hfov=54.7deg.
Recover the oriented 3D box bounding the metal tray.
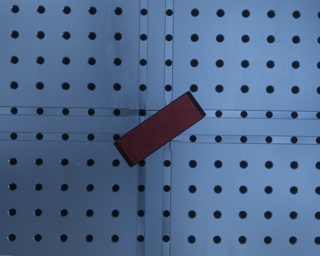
[{"bbox_3d":[0.000,0.001,0.361,0.090,0.130,0.030,-35,90,0],"label":"metal tray"}]
